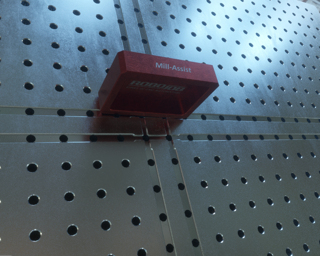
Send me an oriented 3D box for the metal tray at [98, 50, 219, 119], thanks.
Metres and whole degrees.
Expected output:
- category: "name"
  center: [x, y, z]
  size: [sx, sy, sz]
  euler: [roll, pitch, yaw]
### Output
- category: "metal tray"
  center: [-0.003, -0.050, 0.396]
  size: [0.131, 0.090, 0.030]
  euler: [3, 61, -27]
